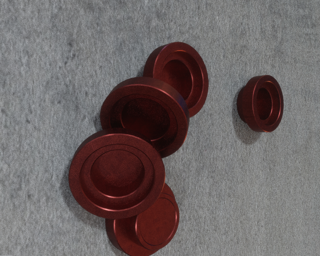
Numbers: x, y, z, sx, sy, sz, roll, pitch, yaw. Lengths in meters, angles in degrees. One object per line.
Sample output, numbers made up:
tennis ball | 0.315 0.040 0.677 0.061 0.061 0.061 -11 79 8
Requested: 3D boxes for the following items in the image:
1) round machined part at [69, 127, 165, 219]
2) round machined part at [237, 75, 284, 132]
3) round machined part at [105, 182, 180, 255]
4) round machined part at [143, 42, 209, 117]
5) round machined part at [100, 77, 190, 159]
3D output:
round machined part | -0.046 0.045 0.337 0.099 0.042 0.097 -3 108 -8
round machined part | 0.171 -0.041 0.541 0.099 0.042 0.097 0 90 -40
round machined part | -0.014 0.111 0.384 0.099 0.042 0.097 0 90 -40
round machined part | 0.016 -0.060 0.409 0.099 0.042 0.097 0 90 -41
round machined part | -0.015 -0.014 0.357 0.098 0.098 0.042 59 25 -24
